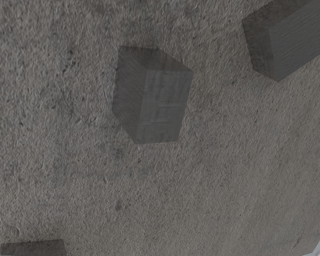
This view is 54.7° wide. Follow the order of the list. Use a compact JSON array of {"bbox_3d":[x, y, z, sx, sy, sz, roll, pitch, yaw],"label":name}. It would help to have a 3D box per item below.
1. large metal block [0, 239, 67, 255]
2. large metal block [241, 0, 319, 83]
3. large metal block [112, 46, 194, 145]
[{"bbox_3d":[-0.176,0.202,0.419,0.081,0.050,0.079,8,115,-32],"label":"large metal block"},{"bbox_3d":[0.163,-0.120,0.405,0.080,0.050,0.080,-34,129,-6],"label":"large metal block"},{"bbox_3d":[-0.013,-0.038,0.340,0.050,0.080,0.079,-3,120,-27],"label":"large metal block"}]
